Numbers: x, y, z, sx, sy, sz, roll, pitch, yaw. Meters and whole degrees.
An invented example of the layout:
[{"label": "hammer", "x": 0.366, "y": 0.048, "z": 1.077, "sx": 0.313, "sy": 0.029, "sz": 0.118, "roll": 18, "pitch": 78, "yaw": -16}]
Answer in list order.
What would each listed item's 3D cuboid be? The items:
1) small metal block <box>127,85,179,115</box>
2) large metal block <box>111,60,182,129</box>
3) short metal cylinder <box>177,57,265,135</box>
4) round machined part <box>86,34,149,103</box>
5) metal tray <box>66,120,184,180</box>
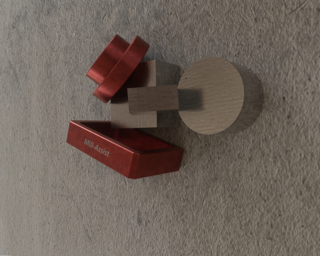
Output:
[{"label": "small metal block", "x": -0.007, "y": -0.029, "z": 0.337, "sx": 0.050, "sy": 0.050, "sz": 0.025, "roll": -5, "pitch": 89, "yaw": -2}, {"label": "large metal block", "x": -0.019, "y": -0.040, "z": 0.407, "sx": 0.080, "sy": 0.050, "sz": 0.080, "roll": -2, "pitch": 89, "yaw": 40}, {"label": "short metal cylinder", "x": 0.065, "y": -0.033, "z": 0.338, "sx": 0.080, "sy": 0.050, "sz": 0.080, "roll": 0, "pitch": 90, "yaw": 40}, {"label": "round machined part", "x": -0.060, "y": -0.084, "z": 0.408, "sx": 0.042, "sy": 0.098, "sz": 0.098, "roll": 37, "pitch": 122, "yaw": -15}, {"label": "metal tray", "x": -0.046, "y": 0.022, "z": 0.402, "sx": 0.130, "sy": 0.091, "sz": 0.030, "roll": 22, "pitch": 104, "yaw": 38}]
